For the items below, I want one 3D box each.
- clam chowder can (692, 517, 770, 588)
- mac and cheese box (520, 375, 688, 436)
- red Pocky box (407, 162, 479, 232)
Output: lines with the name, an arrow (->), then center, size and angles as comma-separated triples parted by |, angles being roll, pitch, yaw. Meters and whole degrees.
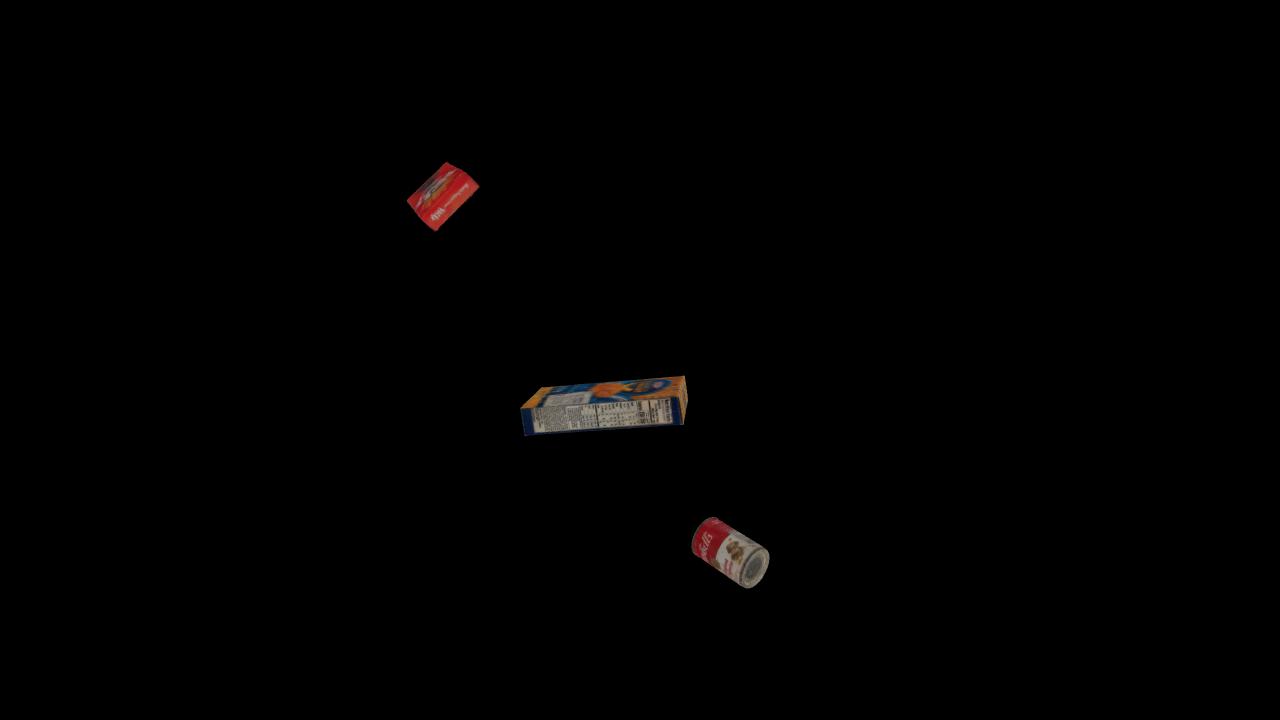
clam chowder can -> 0.139, 0.294, 0.943 | 0.068, 0.068, 0.102 | 0, 16, -44
mac and cheese box -> -0.039, 0.053, 0.726 | 0.184, 0.041, 0.093 | -5, 11, 9
red Pocky box -> -0.267, -0.223, 0.825 | 0.028, 0.083, 0.155 | 47, -4, -34
